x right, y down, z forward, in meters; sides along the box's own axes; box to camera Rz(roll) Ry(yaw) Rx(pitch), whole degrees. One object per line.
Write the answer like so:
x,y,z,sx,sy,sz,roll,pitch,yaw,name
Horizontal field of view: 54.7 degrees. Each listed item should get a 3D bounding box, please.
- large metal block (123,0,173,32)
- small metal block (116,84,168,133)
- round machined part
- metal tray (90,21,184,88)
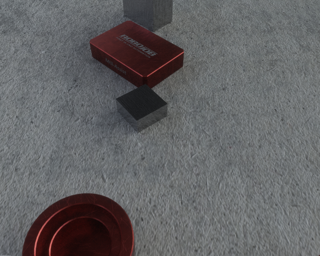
-0.023,-0.236,0.566,0.080,0.080,0.050,37,59,26,large metal block
-0.025,-0.028,0.426,0.050,0.025,0.050,-30,57,-23,small metal block
-0.073,0.116,0.294,0.099,0.042,0.098,0,50,0,round machined part
-0.038,-0.121,0.501,0.130,0.030,0.090,36,58,26,metal tray
